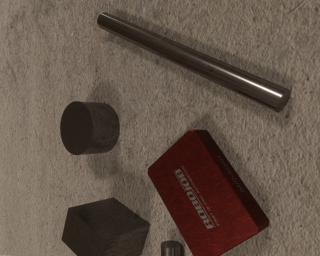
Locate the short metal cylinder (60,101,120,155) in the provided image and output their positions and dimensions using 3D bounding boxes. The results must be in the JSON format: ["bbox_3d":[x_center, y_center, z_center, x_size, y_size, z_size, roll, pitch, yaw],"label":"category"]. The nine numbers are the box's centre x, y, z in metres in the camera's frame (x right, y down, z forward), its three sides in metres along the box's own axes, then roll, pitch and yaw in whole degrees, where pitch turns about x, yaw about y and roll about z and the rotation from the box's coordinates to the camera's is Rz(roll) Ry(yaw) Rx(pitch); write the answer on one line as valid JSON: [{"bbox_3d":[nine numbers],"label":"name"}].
[{"bbox_3d":[-0.108,0.000,0.475,0.080,0.050,0.079,0,90,39],"label":"short metal cylinder"}]

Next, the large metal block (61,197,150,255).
[{"bbox_3d":[-0.075,0.144,0.428,0.080,0.081,0.050,25,106,37],"label":"large metal block"}]

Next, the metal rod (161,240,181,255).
[{"bbox_3d":[0.014,0.296,0.391,0.025,0.025,0.298,0,90,39],"label":"metal rod"}]

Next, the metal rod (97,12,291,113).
[{"bbox_3d":[0.018,-0.095,0.388,0.300,0.025,0.025,34,111,34],"label":"metal rod"}]

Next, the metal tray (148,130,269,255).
[{"bbox_3d":[0.049,0.077,0.360,0.090,0.030,0.130,-46,63,30],"label":"metal tray"}]
